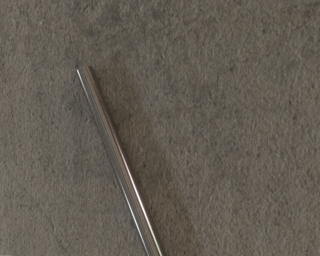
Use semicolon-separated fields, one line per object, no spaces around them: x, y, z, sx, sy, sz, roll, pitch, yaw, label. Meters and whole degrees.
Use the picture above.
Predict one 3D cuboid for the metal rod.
-0.052;0.054;0.426;0.025;0.025;0.299;-25;82;18;metal rod
